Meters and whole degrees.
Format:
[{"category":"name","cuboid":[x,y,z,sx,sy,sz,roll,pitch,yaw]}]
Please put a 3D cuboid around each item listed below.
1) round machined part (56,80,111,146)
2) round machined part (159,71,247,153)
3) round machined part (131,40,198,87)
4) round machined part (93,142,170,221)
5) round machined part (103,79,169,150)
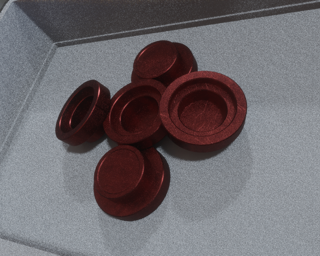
[{"category":"round machined part","cuboid":[-0.103,-0.018,0.448,0.098,0.042,0.098,-28,45,32]},{"category":"round machined part","cuboid":[0.050,-0.016,0.365,0.098,0.042,0.098,-4,63,8]},{"category":"round machined part","cuboid":[0.001,-0.087,0.445,0.098,0.042,0.098,-13,56,21]},{"category":"round machined part","cuboid":[-0.041,0.059,0.378,0.098,0.042,0.098,-13,56,21]},{"category":"round machined part","cuboid":[-0.023,-0.014,0.413,0.098,0.042,0.098,-13,56,21]}]
